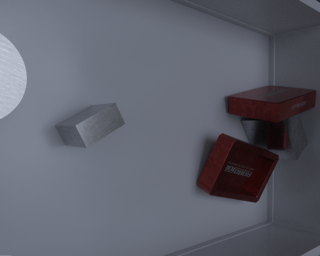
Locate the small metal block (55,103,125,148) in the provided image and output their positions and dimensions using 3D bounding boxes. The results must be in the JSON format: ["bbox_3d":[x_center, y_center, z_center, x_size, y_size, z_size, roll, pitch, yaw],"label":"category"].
[{"bbox_3d":[-0.075,-0.004,0.329,0.050,0.050,0.025,-35,112,-35],"label":"small metal block"}]

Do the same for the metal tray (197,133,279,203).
[{"bbox_3d":[0.128,0.067,0.495,0.131,0.030,0.090,18,98,-39],"label":"metal tray"}]

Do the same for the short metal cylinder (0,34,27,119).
[{"bbox_3d":[-0.160,-0.042,0.256,0.081,0.050,0.079,0,90,-40],"label":"short metal cylinder"}]

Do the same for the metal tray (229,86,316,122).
[{"bbox_3d":[0.190,-0.044,0.522,0.131,0.090,0.030,-17,112,-39],"label":"metal tray"}]

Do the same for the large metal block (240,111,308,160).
[{"bbox_3d":[0.200,0.006,0.542,0.050,0.080,0.080,-42,116,-32],"label":"large metal block"}]
